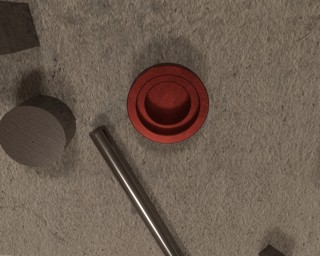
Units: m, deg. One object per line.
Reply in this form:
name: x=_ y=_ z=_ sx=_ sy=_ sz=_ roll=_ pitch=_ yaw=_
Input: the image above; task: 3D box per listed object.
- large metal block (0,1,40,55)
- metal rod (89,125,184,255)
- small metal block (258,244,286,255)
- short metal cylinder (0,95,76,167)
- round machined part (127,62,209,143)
large metal block: x=-0.192 y=-0.106 z=0.339 sx=0.080 sy=0.080 sz=0.050 roll=-8 pitch=110 yaw=2
metal rod: x=-0.016 y=0.128 z=0.456 sx=0.025 sy=0.025 sz=0.299 roll=-26 pitch=109 yaw=9
small metal block: x=0.187 y=0.218 z=0.480 sx=0.050 sy=0.050 sz=0.025 roll=36 pitch=106 yaw=-13
short metal cylinder: x=-0.154 y=0.003 z=0.395 sx=0.081 sy=0.050 sz=0.079 roll=0 pitch=110 yaw=-1
round machined part: x=0.010 y=-0.033 z=0.389 sx=0.099 sy=0.042 sz=0.097 roll=0 pitch=110 yaw=-1
